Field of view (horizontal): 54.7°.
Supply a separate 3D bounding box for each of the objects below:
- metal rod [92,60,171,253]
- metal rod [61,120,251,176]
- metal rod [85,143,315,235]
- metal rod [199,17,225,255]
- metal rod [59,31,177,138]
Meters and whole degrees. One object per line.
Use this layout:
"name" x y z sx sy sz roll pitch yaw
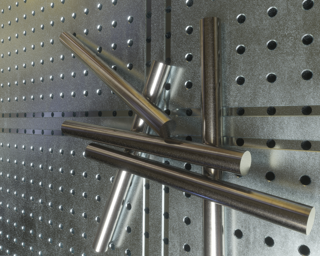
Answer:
"metal rod" -0.045 0.050 0.444 0.025 0.025 0.298 31 109 35
"metal rod" -0.031 0.017 0.398 0.300 0.025 0.025 9 96 39
"metal rod" 0.015 0.057 0.360 0.300 0.025 0.025 11 97 39
"metal rod" 0.060 0.025 0.358 0.025 0.025 0.298 -1 89 39
"metal rod" -0.077 -0.078 0.448 0.300 0.025 0.025 42 116 39
